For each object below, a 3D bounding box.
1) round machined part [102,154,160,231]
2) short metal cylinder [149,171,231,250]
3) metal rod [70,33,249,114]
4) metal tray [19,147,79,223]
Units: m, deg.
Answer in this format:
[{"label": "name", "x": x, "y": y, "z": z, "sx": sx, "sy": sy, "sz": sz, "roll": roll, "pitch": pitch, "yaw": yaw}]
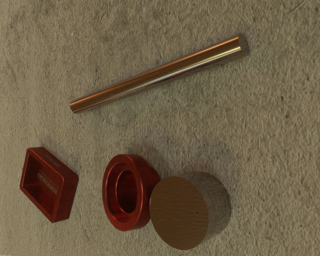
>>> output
[{"label": "round machined part", "x": -0.035, "y": 0.084, "z": 0.412, "sx": 0.098, "sy": 0.042, "sz": 0.097, "roll": -7, "pitch": 81, "yaw": 51}, {"label": "short metal cylinder", "x": 0.034, "y": 0.093, "z": 0.359, "sx": 0.080, "sy": 0.050, "sz": 0.079, "roll": 0, "pitch": 90, "yaw": 39}, {"label": "metal rod", "x": -0.025, "y": -0.062, "z": 0.423, "sx": 0.300, "sy": 0.025, "sz": 0.025, "roll": -13, "pitch": 82, "yaw": 38}, {"label": "metal tray", "x": -0.207, "y": 0.101, "z": 0.568, "sx": 0.130, "sy": 0.030, "sz": 0.089, "roll": 27, "pitch": 107, "yaw": 36}]
